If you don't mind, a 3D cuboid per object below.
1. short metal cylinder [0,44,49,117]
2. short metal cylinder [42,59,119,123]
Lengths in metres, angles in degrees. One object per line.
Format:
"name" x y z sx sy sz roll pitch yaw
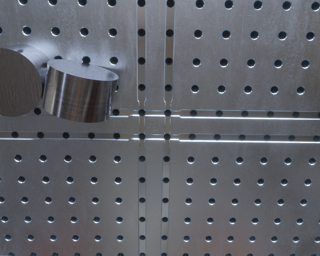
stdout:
"short metal cylinder" -0.175 -0.059 0.376 0.081 0.050 0.079 0 110 0
"short metal cylinder" -0.094 -0.045 0.366 0.081 0.080 0.050 14 110 -6
